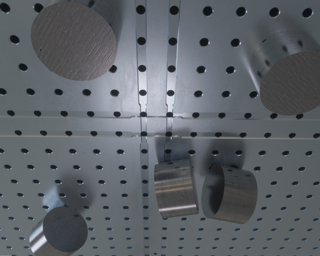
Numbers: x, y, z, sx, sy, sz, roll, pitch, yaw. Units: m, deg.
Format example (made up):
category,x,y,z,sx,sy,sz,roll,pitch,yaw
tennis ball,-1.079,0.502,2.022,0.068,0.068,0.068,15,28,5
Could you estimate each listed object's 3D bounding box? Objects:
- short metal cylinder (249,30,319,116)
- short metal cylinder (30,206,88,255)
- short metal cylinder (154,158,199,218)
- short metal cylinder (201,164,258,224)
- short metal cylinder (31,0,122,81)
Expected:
category,x,y,z,sx,sy,sz,roll,pitch,yaw
short metal cylinder,0.146,-0.060,0.345,0.081,0.050,0.079,0,130,0
short metal cylinder,-0.172,0.182,0.529,0.080,0.080,0.050,32,123,-24
short metal cylinder,0.025,0.087,0.450,0.050,0.080,0.080,-10,130,8
short metal cylinder,0.101,0.098,0.460,0.050,0.080,0.079,13,129,-11
short metal cylinder,-0.081,-0.095,0.313,0.081,0.050,0.079,0,130,0
